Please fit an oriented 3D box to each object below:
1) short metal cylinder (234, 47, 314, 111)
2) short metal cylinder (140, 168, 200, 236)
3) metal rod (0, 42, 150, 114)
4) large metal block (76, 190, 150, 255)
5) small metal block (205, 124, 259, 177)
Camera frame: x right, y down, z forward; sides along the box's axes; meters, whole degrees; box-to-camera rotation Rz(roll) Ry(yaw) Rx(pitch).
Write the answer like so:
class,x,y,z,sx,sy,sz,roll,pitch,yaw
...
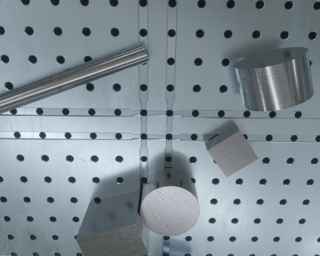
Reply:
class,x,y,z,sx,sy,sz,roll,pitch,yaw
short metal cylinder,0.133,-0.058,0.364,0.080,0.080,0.050,-16,110,5
short metal cylinder,0.014,0.104,0.438,0.081,0.050,0.079,0,110,-1
metal rod,-0.159,-0.047,0.394,0.301,0.025,0.025,-18,109,6
large metal block,-0.061,0.139,0.434,0.080,0.080,0.050,-16,110,6
small metal block,0.098,0.031,0.426,0.050,0.025,0.050,-33,107,11
